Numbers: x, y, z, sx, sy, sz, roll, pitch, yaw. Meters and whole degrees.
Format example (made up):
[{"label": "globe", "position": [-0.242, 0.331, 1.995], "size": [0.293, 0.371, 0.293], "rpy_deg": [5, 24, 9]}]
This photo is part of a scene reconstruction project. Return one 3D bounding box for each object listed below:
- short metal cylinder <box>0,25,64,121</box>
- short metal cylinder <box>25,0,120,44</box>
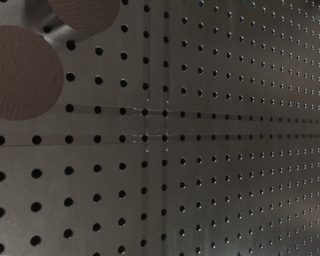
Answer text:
[{"label": "short metal cylinder", "position": [-0.136, -0.046, 0.280], "size": [0.081, 0.050, 0.079], "rpy_deg": [0, 90, -40]}, {"label": "short metal cylinder", "position": [-0.089, -0.132, 0.319], "size": [0.081, 0.050, 0.079], "rpy_deg": [0, 90, -40]}]
